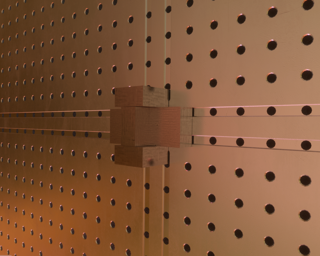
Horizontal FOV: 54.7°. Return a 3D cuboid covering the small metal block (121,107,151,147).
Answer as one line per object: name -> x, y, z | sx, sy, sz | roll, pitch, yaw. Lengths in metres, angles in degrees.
small metal block -> -0.024, -0.002, 0.410 | 0.025, 0.050, 0.050 | 1, 91, 40

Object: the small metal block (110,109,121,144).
small metal block -> -0.045, -0.002, 0.444 | 0.050, 0.025, 0.050 | 1, 91, 39

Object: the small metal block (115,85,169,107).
small metal block -> -0.024, -0.040, 0.410 | 0.050, 0.050, 0.025 | 1, 91, 39

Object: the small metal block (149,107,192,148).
small metal block -> 0.013, -0.002, 0.396 | 0.050, 0.025, 0.050 | 2, 91, 39

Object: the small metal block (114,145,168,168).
small metal block -> -0.024, 0.035, 0.411 | 0.050, 0.050, 0.025 | 1, 91, 39
